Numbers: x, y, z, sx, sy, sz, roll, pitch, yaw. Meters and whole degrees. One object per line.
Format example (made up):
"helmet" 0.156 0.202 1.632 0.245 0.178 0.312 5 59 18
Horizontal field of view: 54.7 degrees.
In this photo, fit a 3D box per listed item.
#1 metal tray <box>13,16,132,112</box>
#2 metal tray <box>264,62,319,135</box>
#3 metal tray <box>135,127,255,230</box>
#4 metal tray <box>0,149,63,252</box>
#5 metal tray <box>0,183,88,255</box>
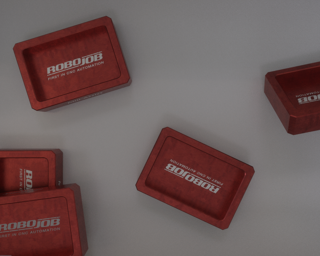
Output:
"metal tray" -0.112 -0.082 0.407 0.131 0.030 0.090 -17 90 0
"metal tray" 0.207 -0.044 0.378 0.131 0.090 0.030 -11 134 3
"metal tray" 0.045 0.064 0.409 0.131 0.030 0.090 25 90 0
"metal tray" -0.177 0.093 0.407 0.091 0.030 0.129 0 90 0
"metal tray" -0.161 0.122 0.376 0.131 0.030 0.089 -8 90 0
